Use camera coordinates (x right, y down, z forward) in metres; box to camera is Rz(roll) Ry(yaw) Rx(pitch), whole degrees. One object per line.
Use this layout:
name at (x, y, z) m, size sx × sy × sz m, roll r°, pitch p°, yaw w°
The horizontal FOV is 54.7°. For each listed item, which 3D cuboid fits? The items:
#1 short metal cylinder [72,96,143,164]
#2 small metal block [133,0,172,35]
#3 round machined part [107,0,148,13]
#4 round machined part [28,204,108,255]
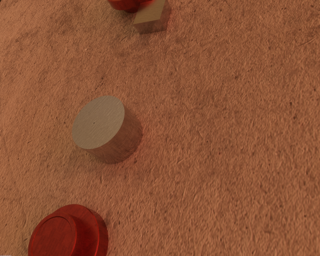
short metal cylinder at (-0.071, 0.003, 0.422) m, size 0.080 × 0.050 × 0.080 m, roll -13°, pitch 56°, yaw 20°
small metal block at (-0.012, -0.189, 0.525) m, size 0.050 × 0.025 × 0.050 m, roll 0°, pitch 62°, yaw 27°
round machined part at (-0.049, -0.253, 0.572) m, size 0.098 × 0.042 × 0.098 m, roll -13°, pitch 56°, yaw 20°
round machined part at (-0.114, 0.138, 0.366) m, size 0.098 × 0.042 × 0.098 m, roll -13°, pitch 56°, yaw 20°
